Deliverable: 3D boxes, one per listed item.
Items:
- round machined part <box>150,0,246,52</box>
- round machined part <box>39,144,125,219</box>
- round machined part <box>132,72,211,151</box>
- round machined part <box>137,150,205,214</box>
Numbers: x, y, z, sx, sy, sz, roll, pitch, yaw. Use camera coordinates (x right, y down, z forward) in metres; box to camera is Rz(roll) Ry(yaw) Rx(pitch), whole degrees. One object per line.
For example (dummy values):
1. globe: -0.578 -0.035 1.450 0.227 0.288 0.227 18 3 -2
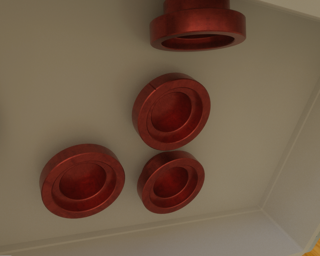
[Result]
1. round machined part: 0.038 -0.110 0.322 0.099 0.098 0.042 -4 94 -27
2. round machined part: -0.097 0.060 0.382 0.099 0.042 0.097 -14 124 -21
3. round machined part: 0.011 -0.024 0.389 0.099 0.042 0.097 -14 124 -21
4. round machined part: 0.012 0.073 0.449 0.099 0.042 0.097 -14 124 -21
